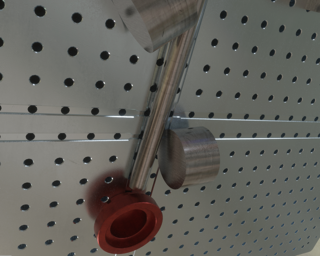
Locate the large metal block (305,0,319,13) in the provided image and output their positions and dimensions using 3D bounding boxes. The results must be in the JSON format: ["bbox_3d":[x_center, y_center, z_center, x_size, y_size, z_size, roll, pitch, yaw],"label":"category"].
[{"bbox_3d":[0.251,-0.184,0.399,0.050,0.080,0.079,-2,120,-27],"label":"large metal block"}]

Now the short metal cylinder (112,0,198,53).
[{"bbox_3d":[-0.008,-0.120,0.297,0.050,0.080,0.080,-34,129,-6],"label":"short metal cylinder"}]

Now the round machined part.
[{"bbox_3d":[-0.049,0.134,0.456,0.099,0.042,0.097,-14,124,-21],"label":"round machined part"}]

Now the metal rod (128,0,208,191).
[{"bbox_3d":[0.009,-0.048,0.386,0.025,0.025,0.298,4,117,-30],"label":"metal rod"}]

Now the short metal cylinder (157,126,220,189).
[{"bbox_3d":[0.036,0.039,0.419,0.050,0.080,0.079,-5,121,-26],"label":"short metal cylinder"}]
